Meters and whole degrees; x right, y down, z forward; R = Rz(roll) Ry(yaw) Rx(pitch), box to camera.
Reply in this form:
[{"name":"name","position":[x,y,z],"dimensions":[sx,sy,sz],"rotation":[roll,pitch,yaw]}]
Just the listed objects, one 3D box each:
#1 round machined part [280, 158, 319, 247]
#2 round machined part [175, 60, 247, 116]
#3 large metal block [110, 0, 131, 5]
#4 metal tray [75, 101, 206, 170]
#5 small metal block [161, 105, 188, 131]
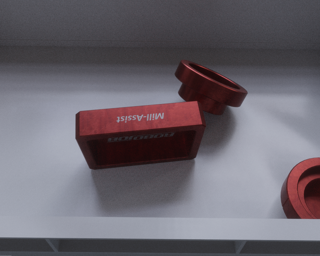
[{"name":"round machined part","position":[0.177,0.083,0.327],"dimensions":[0.099,0.042,0.098],"rotation":[0,50,0]},{"name":"round machined part","position":[0.064,-0.052,0.418],"dimensions":[0.099,0.042,0.098],"rotation":[23,20,-8]},{"name":"large metal block","position":[-0.073,-0.310,0.631],"dimensions":[0.081,0.080,0.050],"rotation":[-27,56,-21]},{"name":"metal tray","position":[-0.021,0.011,0.350],"dimensions":[0.131,0.090,0.030],"rotation":[-5,62,-5]},{"name":"small metal block","position":[0.020,-0.014,0.402],"dimensions":[0.050,0.025,0.050],"rotation":[-5,17,-5]}]
